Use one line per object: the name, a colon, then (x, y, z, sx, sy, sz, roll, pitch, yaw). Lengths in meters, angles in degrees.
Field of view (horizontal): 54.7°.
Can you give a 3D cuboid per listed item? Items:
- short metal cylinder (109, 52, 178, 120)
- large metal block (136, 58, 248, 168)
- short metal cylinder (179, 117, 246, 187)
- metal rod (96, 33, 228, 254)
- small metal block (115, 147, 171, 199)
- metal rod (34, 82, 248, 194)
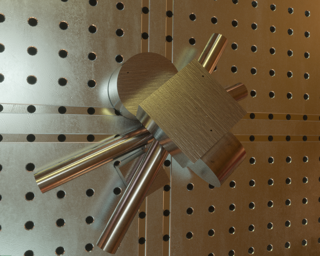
short metal cylinder: (-0.020, -0.050, 0.388, 0.081, 0.050, 0.079, 0, 90, -20)
large metal block: (0.032, -0.014, 0.340, 0.080, 0.050, 0.080, -41, 86, -15)
short metal cylinder: (0.064, 0.031, 0.404, 0.050, 0.080, 0.080, -45, 104, -13)
metal rod: (0.008, 0.011, 0.386, 0.025, 0.025, 0.300, 32, 79, -17)
small metal block: (-0.023, 0.059, 0.401, 0.050, 0.025, 0.050, -30, 100, -18)
metal rod: (-0.010, 0.005, 0.405, 0.302, 0.025, 0.025, -25, 99, -19)
